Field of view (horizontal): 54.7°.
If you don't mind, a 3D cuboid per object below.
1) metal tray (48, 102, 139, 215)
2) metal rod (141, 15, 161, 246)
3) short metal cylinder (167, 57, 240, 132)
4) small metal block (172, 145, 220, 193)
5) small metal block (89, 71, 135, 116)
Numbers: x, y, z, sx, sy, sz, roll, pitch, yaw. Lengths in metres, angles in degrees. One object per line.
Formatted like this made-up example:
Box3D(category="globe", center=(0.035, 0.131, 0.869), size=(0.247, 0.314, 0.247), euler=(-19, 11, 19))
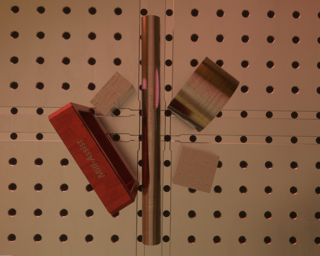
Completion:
Box3D(category="metal tray", center=(-0.075, 0.033, 0.379), size=(0.030, 0.090, 0.130), euler=(-33, 90, 0))
Box3D(category="metal rod", center=(-0.012, 0.003, 0.413), size=(0.025, 0.025, 0.298), euler=(0, 90, -1))
Box3D(category="short metal cylinder", center=(0.053, -0.041, 0.386), size=(0.050, 0.080, 0.080), euler=(38, 90, -1))
Box3D(category="small metal block", center=(0.047, 0.054, 0.415), size=(0.050, 0.025, 0.050), euler=(15, 90, -1))
Box3D(category="small metal block", center=(-0.059, -0.042, 0.399), size=(0.025, 0.050, 0.050), euler=(41, 90, -1))
